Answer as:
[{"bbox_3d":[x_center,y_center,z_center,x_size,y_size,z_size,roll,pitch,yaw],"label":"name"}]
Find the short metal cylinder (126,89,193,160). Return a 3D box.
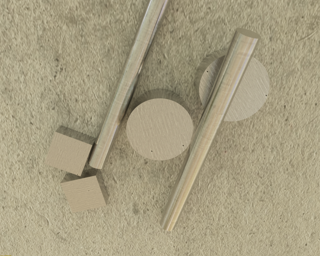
[{"bbox_3d":[0.000,-0.006,0.394,0.081,0.050,0.079,0,110,0],"label":"short metal cylinder"}]

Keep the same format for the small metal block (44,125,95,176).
[{"bbox_3d":[-0.121,0.031,0.420,0.050,0.025,0.050,21,109,-8],"label":"small metal block"}]

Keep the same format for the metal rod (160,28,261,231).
[{"bbox_3d":[0.048,0.027,0.379,0.025,0.025,0.298,14,125,-5],"label":"metal rod"}]

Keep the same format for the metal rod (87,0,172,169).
[{"bbox_3d":[-0.030,-0.080,0.379,0.025,0.025,0.298,21,109,-8],"label":"metal rod"}]

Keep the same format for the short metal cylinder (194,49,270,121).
[{"bbox_3d":[0.085,-0.054,0.377,0.081,0.050,0.079,0,110,0],"label":"short metal cylinder"}]

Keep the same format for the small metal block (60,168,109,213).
[{"bbox_3d":[-0.106,0.088,0.441,0.050,0.025,0.050,-13,110,4],"label":"small metal block"}]
